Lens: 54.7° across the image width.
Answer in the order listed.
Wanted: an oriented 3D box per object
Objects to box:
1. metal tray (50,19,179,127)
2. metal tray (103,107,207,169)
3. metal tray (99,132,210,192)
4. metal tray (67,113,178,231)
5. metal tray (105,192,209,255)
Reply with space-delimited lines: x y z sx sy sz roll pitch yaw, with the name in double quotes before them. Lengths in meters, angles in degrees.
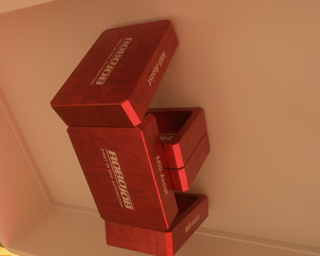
"metal tray" -0.043 -0.060 0.324 0.090 0.130 0.030 1 139 27
"metal tray" -0.019 0.008 0.380 0.130 0.090 0.030 1 119 27
"metal tray" -0.012 0.035 0.394 0.130 0.090 0.030 1 119 27
"metal tray" -0.038 0.048 0.336 0.090 0.030 0.129 0 119 27
"metal tray" 0.001 0.119 0.410 0.090 0.131 0.030 0 97 27
